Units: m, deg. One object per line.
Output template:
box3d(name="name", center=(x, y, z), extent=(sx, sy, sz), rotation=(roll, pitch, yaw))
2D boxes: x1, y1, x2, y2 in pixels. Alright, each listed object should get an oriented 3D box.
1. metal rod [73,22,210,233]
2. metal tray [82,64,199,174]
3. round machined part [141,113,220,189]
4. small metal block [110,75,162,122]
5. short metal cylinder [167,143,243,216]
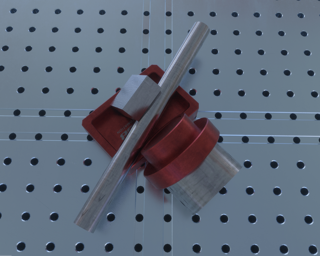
box3d(name="metal rod", center=(-0.013, -0.015, 0.385), extent=(0.025, 0.025, 0.300), rotation=(27, 72, 9))
box3d(name="metal tray", center=(-0.024, -0.013, 0.413), extent=(0.130, 0.030, 0.090), rotation=(-41, 76, -14))
box3d(name="round machined part", center=(0.017, 0.020, 0.355), extent=(0.098, 0.098, 0.042), rotation=(-44, 98, -15))
box3d(name="small metal block", center=(-0.031, -0.039, 0.389), extent=(0.025, 0.050, 0.050), rotation=(39, 82, -27))
box3d(name="short metal cylinder", center=(0.049, 0.056, 0.361), extent=(0.080, 0.080, 0.050), rotation=(-42, 76, -14))
